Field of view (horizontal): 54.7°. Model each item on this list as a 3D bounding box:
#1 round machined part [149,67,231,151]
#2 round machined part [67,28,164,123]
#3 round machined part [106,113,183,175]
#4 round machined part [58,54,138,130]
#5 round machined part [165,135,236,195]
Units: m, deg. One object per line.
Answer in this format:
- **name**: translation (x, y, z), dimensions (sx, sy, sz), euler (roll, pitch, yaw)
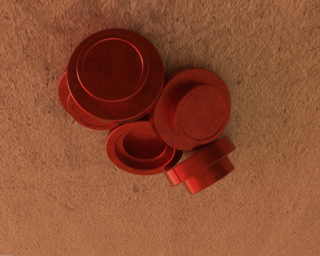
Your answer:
- **round machined part**: translation (0.040, -0.019, 0.353), dimensions (0.099, 0.042, 0.097), euler (-6, 108, -20)
- **round machined part**: translation (-0.045, -0.055, 0.312), dimensions (0.099, 0.097, 0.042), euler (1, 172, -1)
- **round machined part**: translation (-0.020, 0.015, 0.410), dimensions (0.099, 0.042, 0.097), euler (-1, 130, 0)
- **round machined part**: translation (-0.071, -0.036, 0.368), dimensions (0.099, 0.042, 0.097), euler (-1, 130, 0)
- **round machined part**: translation (0.058, 0.052, 0.407), dimensions (0.098, 0.099, 0.042), euler (-35, 81, 26)
